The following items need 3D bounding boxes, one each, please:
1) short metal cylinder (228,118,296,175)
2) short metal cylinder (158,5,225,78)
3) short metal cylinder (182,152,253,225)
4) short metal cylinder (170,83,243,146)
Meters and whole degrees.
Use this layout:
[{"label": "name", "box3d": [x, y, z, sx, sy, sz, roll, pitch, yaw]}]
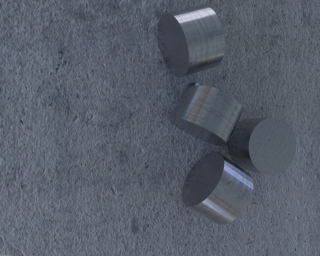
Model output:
[{"label": "short metal cylinder", "box3d": [0.148, 0.025, 0.450, 0.081, 0.050, 0.080, 0, 90, -20]}, {"label": "short metal cylinder", "box3d": [0.038, -0.110, 0.393, 0.050, 0.080, 0.080, -20, 97, -19]}, {"label": "short metal cylinder", "box3d": [0.074, 0.078, 0.407, 0.050, 0.080, 0.080, 35, 79, -17]}, {"label": "short metal cylinder", "box3d": [0.060, -0.016, 0.402, 0.080, 0.080, 0.050, 30, 81, -18]}]
